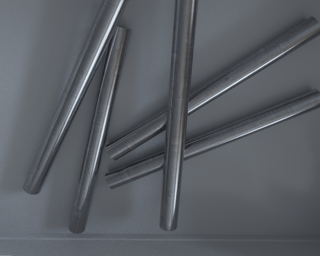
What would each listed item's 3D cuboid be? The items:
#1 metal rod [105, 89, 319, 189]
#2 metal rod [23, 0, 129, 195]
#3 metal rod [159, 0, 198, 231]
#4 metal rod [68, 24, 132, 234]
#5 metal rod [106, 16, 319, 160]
[{"bbox_3d":[0.066,0.018,0.418,0.301,0.025,0.025,-22,109,8],"label":"metal rod"},{"bbox_3d":[-0.111,-0.033,0.385,0.025,0.025,0.298,27,112,-10],"label":"metal rod"},{"bbox_3d":[0.020,-0.003,0.382,0.025,0.025,0.298,3,110,-1],"label":"metal rod"},{"bbox_3d":[-0.085,0.015,0.415,0.025,0.025,0.298,14,109,-6],"label":"metal rod"},{"bbox_3d":[0.059,-0.044,0.395,0.300,0.025,0.025,-32,107,11],"label":"metal rod"}]
